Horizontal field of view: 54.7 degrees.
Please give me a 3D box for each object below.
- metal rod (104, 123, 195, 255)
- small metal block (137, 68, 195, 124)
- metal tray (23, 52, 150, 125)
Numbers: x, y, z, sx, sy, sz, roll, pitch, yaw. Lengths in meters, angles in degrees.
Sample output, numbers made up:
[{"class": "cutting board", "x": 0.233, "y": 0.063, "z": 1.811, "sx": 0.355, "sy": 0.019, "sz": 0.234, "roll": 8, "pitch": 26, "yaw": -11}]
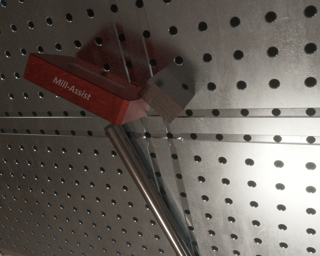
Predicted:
[{"class": "metal rod", "x": -0.004, "y": 0.123, "z": 0.487, "sx": 0.025, "sy": 0.025, "sz": 0.299, "roll": -15, "pitch": 111, "yaw": 34}, {"class": "small metal block", "x": 0.008, "y": -0.039, "z": 0.364, "sx": 0.050, "sy": 0.050, "sz": 0.025, "roll": 42, "pitch": 121, "yaw": -1}, {"class": "metal tray", "x": -0.082, "y": -0.050, "z": 0.376, "sx": 0.130, "sy": 0.090, "sz": 0.030, "roll": 26, "pitch": 106, "yaw": 11}]
